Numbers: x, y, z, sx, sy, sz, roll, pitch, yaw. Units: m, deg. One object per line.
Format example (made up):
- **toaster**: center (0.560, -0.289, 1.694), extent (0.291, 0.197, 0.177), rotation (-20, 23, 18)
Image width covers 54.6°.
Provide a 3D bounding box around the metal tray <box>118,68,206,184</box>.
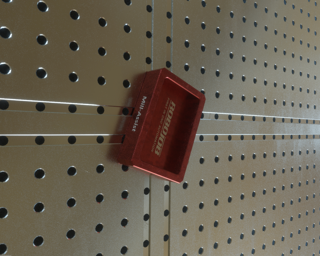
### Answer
- **metal tray**: center (0.007, -0.002, 0.410), extent (0.090, 0.030, 0.130), rotation (28, 73, -37)
